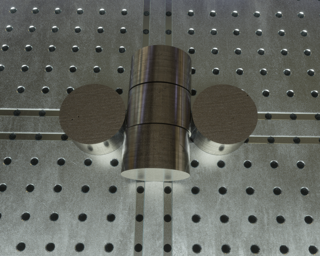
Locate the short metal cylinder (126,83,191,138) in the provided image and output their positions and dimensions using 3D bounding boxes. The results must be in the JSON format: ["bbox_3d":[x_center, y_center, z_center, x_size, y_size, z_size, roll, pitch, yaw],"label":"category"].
[{"bbox_3d":[-0.001,-0.016,0.388,0.081,0.080,0.050,2,70,0],"label":"short metal cylinder"}]

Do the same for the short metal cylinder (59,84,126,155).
[{"bbox_3d":[-0.082,-0.010,0.400,0.081,0.050,0.080,0,70,0],"label":"short metal cylinder"}]

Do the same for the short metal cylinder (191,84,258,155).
[{"bbox_3d":[0.079,-0.010,0.402,0.081,0.050,0.080,0,70,0],"label":"short metal cylinder"}]

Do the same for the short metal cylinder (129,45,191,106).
[{"bbox_3d":[0.001,-0.064,0.405,0.081,0.080,0.050,2,70,0],"label":"short metal cylinder"}]

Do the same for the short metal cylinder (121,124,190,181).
[{"bbox_3d":[-0.005,0.032,0.370,0.081,0.080,0.050,1,70,0],"label":"short metal cylinder"}]
